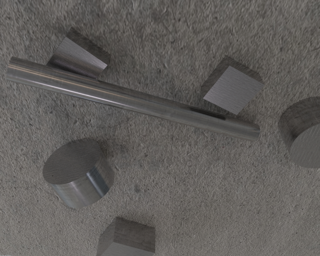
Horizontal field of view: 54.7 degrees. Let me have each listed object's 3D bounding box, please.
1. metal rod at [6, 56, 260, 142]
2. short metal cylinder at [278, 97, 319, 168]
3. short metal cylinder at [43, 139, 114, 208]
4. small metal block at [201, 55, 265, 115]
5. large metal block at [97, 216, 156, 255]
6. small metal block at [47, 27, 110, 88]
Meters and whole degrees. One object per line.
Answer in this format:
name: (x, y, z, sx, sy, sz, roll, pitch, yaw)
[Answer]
metal rod: (-0.012, -0.027, 0.362, 0.302, 0.025, 0.025, 13, 129, -20)
short metal cylinder: (0.201, 0.007, 0.399, 0.081, 0.050, 0.079, 0, 130, 0)
short metal cylinder: (-0.109, 0.060, 0.421, 0.080, 0.080, 0.050, -12, 129, 10)
small metal block: (0.085, -0.050, 0.366, 0.050, 0.025, 0.050, 24, 126, -19)
large metal block: (-0.063, 0.216, 0.575, 0.080, 0.050, 0.080, 23, 126, -19)
small metal block: (-0.092, -0.073, 0.344, 0.050, 0.025, 0.050, 33, 123, -25)
